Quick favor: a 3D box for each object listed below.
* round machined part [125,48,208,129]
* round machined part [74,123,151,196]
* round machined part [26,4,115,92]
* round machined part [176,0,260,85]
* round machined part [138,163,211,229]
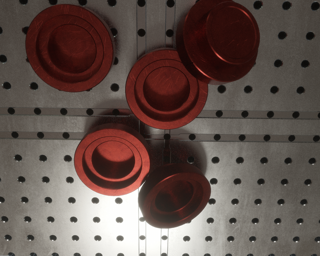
[{"bbox_3d":[0.008,-0.051,0.386,0.099,0.042,0.097,0,110,-1],"label":"round machined part"},{"bbox_3d":[-0.061,0.039,0.418,0.099,0.042,0.097,0,110,0],"label":"round machined part"},{"bbox_3d":[-0.102,-0.095,0.368,0.099,0.042,0.097,0,110,-1],"label":"round machined part"},{"bbox_3d":[0.071,-0.100,0.345,0.099,0.042,0.097,1,87,-22],"label":"round machined part"},{"bbox_3d":[0.017,0.087,0.425,0.099,0.042,0.097,-11,123,-17],"label":"round machined part"}]
